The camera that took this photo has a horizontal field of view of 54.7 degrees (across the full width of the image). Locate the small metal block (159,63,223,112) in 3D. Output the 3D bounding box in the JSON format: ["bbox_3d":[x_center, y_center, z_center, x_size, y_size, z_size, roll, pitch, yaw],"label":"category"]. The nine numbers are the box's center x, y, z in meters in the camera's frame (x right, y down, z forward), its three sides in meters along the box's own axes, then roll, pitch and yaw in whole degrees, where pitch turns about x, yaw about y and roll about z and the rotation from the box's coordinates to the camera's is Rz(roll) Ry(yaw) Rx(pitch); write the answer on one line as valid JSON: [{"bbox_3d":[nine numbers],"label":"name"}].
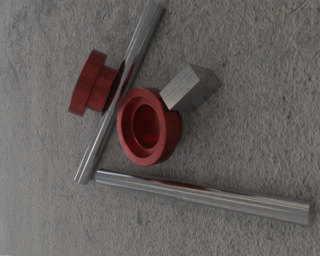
[{"bbox_3d":[0.036,-0.045,0.359,0.050,0.050,0.025,-44,64,31],"label":"small metal block"}]

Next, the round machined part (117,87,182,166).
[{"bbox_3d":[-0.010,-0.003,0.395,0.098,0.042,0.097,9,102,47],"label":"round machined part"}]

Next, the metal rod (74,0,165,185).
[{"bbox_3d":[-0.067,-0.040,0.460,0.025,0.025,0.298,40,114,32],"label":"metal rod"}]

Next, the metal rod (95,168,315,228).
[{"bbox_3d":[0.026,0.077,0.383,0.300,0.025,0.025,1,91,40],"label":"metal rod"}]

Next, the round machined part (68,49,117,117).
[{"bbox_3d":[-0.094,-0.060,0.450,0.098,0.042,0.098,-157,89,-79],"label":"round machined part"}]
